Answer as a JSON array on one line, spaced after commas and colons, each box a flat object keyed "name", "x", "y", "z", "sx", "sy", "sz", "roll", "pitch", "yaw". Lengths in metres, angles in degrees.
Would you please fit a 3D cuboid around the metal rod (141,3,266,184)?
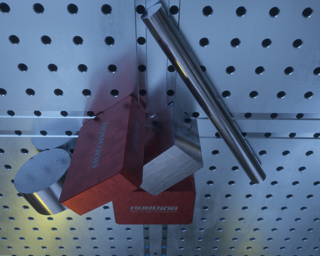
[{"name": "metal rod", "x": 0.071, "y": -0.021, "z": 0.394, "sx": 0.025, "sy": 0.025, "sz": 0.300, "roll": -26, "pitch": 126, "yaw": 20}]

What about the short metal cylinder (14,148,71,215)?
[{"name": "short metal cylinder", "x": -0.154, "y": 0.075, "z": 0.438, "sx": 0.080, "sy": 0.080, "sz": 0.050, "roll": -12, "pitch": 129, "yaw": 9}]

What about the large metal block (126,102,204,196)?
[{"name": "large metal block", "x": 0.005, "y": 0.027, "z": 0.399, "sx": 0.080, "sy": 0.080, "sz": 0.050, "roll": -36, "pitch": 121, "yaw": 26}]

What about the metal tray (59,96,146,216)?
[{"name": "metal tray", "x": -0.063, "y": 0.028, "z": 0.366, "sx": 0.090, "sy": 0.130, "sz": 0.030, "roll": -29, "pitch": 124, "yaw": 22}]

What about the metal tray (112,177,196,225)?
[{"name": "metal tray", "x": -0.010, "y": 0.122, "z": 0.512, "sx": 0.131, "sy": 0.030, "sz": 0.089, "roll": 0, "pitch": 130, "yaw": -1}]
